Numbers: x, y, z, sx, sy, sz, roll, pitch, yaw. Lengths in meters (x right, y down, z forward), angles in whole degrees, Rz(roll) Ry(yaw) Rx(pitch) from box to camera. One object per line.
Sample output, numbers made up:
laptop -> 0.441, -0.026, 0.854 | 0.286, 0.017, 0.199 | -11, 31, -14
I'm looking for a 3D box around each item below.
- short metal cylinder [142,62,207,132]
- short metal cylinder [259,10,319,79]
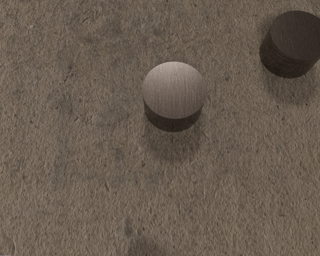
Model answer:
short metal cylinder -> 0.018, -0.040, 0.410 | 0.081, 0.050, 0.080 | 0, 70, 0
short metal cylinder -> 0.189, -0.118, 0.440 | 0.081, 0.050, 0.080 | 0, 70, 0
